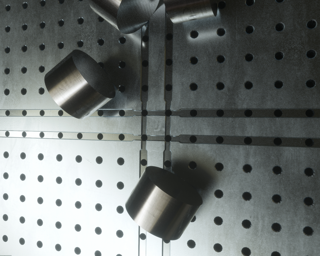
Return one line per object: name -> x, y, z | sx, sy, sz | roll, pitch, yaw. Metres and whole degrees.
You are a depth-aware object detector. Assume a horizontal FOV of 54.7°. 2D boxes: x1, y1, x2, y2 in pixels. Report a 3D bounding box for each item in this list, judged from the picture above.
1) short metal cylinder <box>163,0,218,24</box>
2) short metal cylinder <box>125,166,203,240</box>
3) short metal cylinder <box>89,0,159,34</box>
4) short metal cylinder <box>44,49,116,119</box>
short metal cylinder -> 0.037, -0.170, 0.370 | 0.050, 0.080, 0.079 | -4, 89, 20
short metal cylinder -> 0.005, 0.090, 0.381 | 0.080, 0.080, 0.050 | 33, 101, 16
short metal cylinder -> -0.044, -0.170, 0.398 | 0.050, 0.080, 0.080 | 40, 103, 15
short metal cylinder -> -0.106, -0.058, 0.420 | 0.050, 0.080, 0.080 | -35, 79, 16
